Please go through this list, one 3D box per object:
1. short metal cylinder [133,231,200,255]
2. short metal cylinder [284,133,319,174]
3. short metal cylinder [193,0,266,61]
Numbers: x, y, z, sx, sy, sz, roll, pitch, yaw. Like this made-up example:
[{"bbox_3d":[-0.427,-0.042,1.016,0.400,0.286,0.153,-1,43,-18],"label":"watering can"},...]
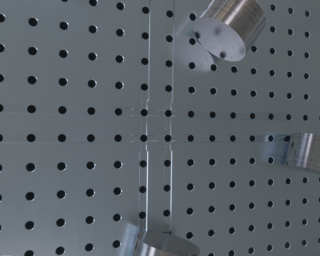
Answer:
[{"bbox_3d":[0.005,0.167,0.385,0.081,0.080,0.050,15,85,-20],"label":"short metal cylinder"},{"bbox_3d":[0.236,0.041,0.471,0.081,0.080,0.050,17,85,-19],"label":"short metal cylinder"},{"bbox_3d":[0.093,-0.136,0.417,0.080,0.080,0.050,40,78,-16],"label":"short metal cylinder"}]
